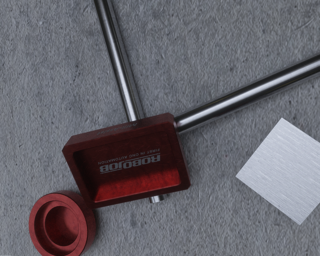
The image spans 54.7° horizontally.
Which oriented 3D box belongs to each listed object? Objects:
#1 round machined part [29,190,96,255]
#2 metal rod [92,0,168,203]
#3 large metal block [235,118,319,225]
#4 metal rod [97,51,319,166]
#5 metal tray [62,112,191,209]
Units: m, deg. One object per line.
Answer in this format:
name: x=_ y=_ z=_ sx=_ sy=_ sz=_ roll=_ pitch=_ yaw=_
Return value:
round machined part: x=-0.135 y=0.138 z=0.446 sx=0.098 sy=0.042 sz=0.097 roll=0 pitch=90 yaw=19
metal rod: x=-0.044 y=-0.047 z=0.423 sx=0.025 sy=0.025 sz=0.298 roll=-18 pitch=84 yaw=19
large metal block: x=0.144 y=0.044 z=0.345 sx=0.080 sy=0.050 sz=0.080 roll=38 pitch=102 yaw=15
metal rod: x=0.055 y=-0.018 z=0.372 sx=0.301 sy=0.025 sz=0.025 roll=-24 pitch=82 yaw=11
metal tray: x=-0.037 y=0.041 z=0.369 sx=0.131 sy=0.030 sz=0.089 roll=-14 pitch=112 yaw=8
